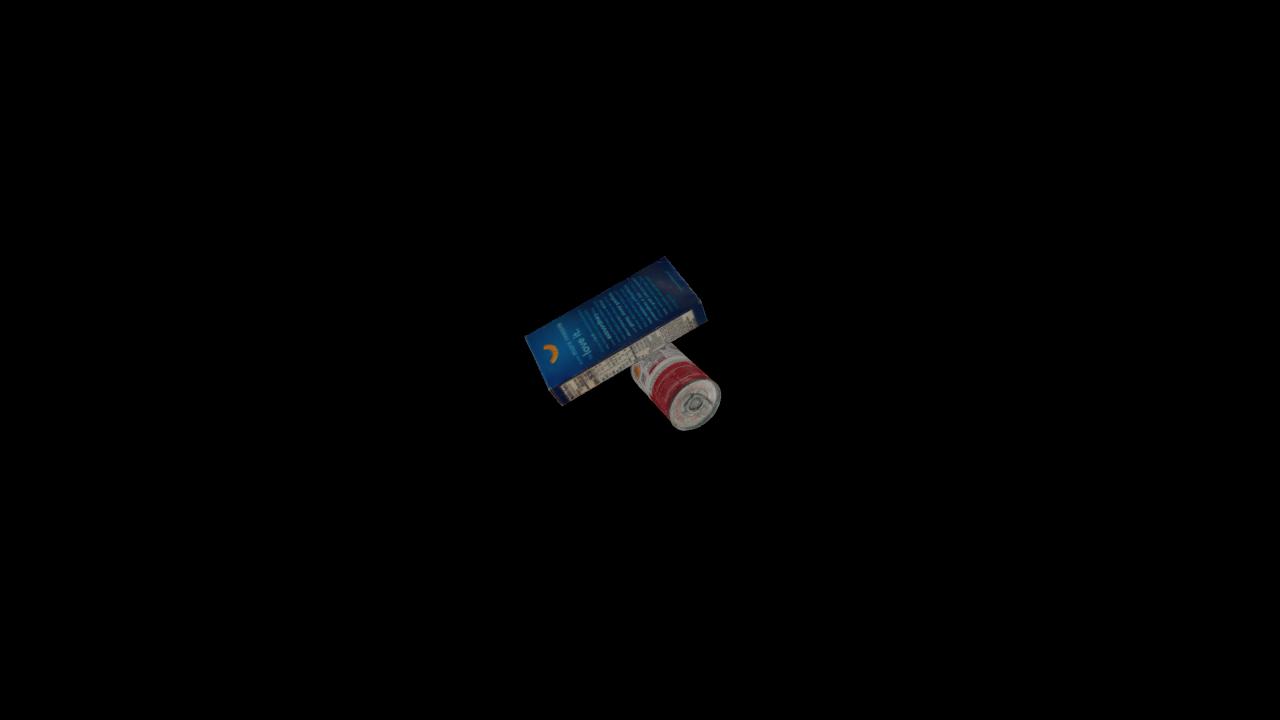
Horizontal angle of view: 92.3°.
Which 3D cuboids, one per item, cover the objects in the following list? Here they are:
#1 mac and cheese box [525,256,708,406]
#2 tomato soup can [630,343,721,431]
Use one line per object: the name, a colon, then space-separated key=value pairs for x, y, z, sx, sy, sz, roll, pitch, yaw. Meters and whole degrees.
mac and cheese box: x=-0.027 y=-0.034 z=0.675 sx=0.184 sy=0.093 sz=0.041 roll=-30 pitch=-40 yaw=-3
tomato soup can: x=0.038 y=0.026 z=0.714 sx=0.068 sy=0.068 sz=0.101 roll=0 pitch=28 yaw=-32
